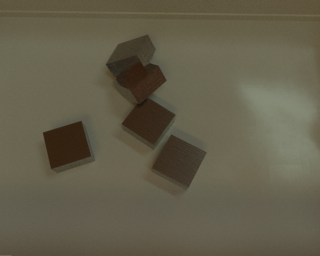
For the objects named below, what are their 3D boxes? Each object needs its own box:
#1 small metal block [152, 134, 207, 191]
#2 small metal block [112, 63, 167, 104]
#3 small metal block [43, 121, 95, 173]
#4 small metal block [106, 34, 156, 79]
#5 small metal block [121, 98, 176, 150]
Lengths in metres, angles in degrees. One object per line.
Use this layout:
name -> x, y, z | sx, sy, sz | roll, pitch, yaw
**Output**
small metal block -> 0.024, 0.044, 0.394 | 0.050, 0.025, 0.050 | 27, 72, 9
small metal block -> -0.028, -0.063, 0.419 | 0.050, 0.025, 0.050 | -43, 37, -14
small metal block -> -0.117, 0.025, 0.400 | 0.050, 0.025, 0.050 | -18, 71, -7
small metal block -> -0.039, -0.098, 0.425 | 0.050, 0.025, 0.050 | -9, 42, 28
small metal block -> -0.014, -0.007, 0.412 | 0.050, 0.025, 0.050 | 33, 73, 11
